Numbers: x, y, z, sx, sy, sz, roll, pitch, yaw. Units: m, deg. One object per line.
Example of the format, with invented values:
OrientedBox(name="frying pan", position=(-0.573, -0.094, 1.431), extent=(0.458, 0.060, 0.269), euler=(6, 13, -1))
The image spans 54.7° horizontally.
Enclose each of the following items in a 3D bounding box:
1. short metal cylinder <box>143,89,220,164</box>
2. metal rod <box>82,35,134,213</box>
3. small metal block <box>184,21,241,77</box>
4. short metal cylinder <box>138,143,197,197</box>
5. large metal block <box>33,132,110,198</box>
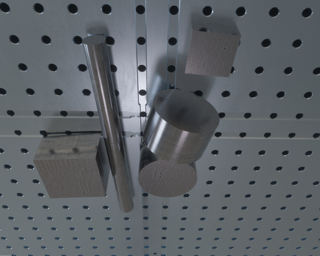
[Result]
OrientedBox(name="short metal cylinder", position=(0.024, -0.003, 0.373), extent=(0.081, 0.080, 0.050), euler=(12, 129, -10))
OrientedBox(name="metal rod", position=(-0.063, 0.019, 0.427), extent=(0.025, 0.025, 0.298), euler=(-2, 130, 2))
OrientedBox(name="small metal block", position=(0.055, -0.086, 0.339), extent=(0.050, 0.025, 0.050), euler=(5, 130, -4))
OrientedBox(name="short metal cylinder", position=(0.011, 0.054, 0.442), extent=(0.081, 0.050, 0.079), euler=(0, 130, 0))
OrientedBox(name="large metal block", position=(-0.121, 0.054, 0.440), extent=(0.080, 0.050, 0.079), euler=(-2, 130, 1))
